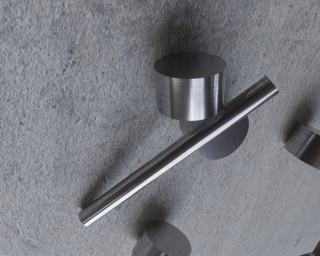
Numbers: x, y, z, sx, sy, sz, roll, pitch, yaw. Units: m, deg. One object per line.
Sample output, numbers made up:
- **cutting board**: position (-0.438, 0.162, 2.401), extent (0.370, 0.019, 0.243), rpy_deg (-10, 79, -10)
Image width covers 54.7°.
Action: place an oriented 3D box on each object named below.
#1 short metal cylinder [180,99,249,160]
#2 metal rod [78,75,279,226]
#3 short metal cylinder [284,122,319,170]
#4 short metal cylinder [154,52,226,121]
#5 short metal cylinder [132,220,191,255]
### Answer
- **short metal cylinder**: position (0.075, -0.003, 0.430), extent (0.081, 0.050, 0.079), rpy_deg (-14, 124, -21)
- **metal rod**: position (0.012, 0.038, 0.390), extent (0.300, 0.025, 0.025), rpy_deg (-37, 131, 15)
- **short metal cylinder**: position (0.264, 0.031, 0.535), extent (0.081, 0.080, 0.050), rpy_deg (14, 111, -34)
- **short metal cylinder**: position (0.034, -0.050, 0.359), extent (0.081, 0.080, 0.050), rpy_deg (-16, 125, -19)
- **short metal cylinder**: position (0.002, 0.193, 0.492), extent (0.081, 0.080, 0.050), rpy_deg (17, 109, -35)
